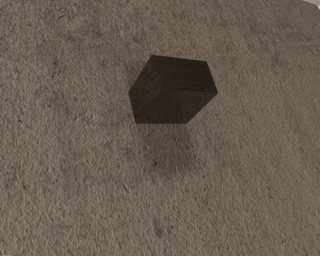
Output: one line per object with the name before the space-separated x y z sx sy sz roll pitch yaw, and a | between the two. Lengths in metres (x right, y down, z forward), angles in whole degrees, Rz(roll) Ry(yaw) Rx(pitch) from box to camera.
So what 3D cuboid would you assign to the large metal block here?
large metal block | 0.015 -0.047 0.406 0.081 0.080 0.050 0 62 -29
